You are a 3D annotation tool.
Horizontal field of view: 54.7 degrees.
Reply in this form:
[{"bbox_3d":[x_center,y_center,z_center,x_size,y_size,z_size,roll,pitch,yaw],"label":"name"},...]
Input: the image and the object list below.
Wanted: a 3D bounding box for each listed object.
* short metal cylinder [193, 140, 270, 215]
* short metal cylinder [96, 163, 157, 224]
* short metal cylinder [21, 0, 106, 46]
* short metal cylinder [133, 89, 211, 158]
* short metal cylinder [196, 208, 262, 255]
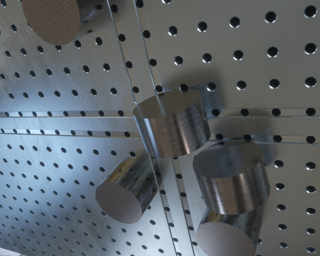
[{"bbox_3d":[0.084,0.055,0.365,0.080,0.080,0.050,-5,116,30],"label":"short metal cylinder"},{"bbox_3d":[-0.052,0.102,0.484,0.080,0.050,0.079,13,124,20],"label":"short metal cylinder"},{"bbox_3d":[-0.112,-0.143,0.364,0.080,0.050,0.079,13,124,20],"label":"short metal cylinder"},{"bbox_3d":[0.014,-0.007,0.363,0.080,0.080,0.050,-3,117,29],"label":"short metal cylinder"},{"bbox_3d":[0.096,0.143,0.432,0.080,0.050,0.079,13,124,20],"label":"short metal cylinder"}]
